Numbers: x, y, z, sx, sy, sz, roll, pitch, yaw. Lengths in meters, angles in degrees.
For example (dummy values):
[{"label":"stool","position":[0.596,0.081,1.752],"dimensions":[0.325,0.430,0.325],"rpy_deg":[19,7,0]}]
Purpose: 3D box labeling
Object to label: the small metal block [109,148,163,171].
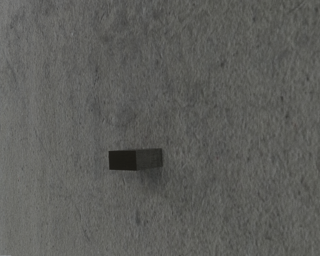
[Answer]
[{"label":"small metal block","position":[-0.032,0.041,0.413],"dimensions":[0.050,0.050,0.025],"rpy_deg":[-5,87,39]}]
